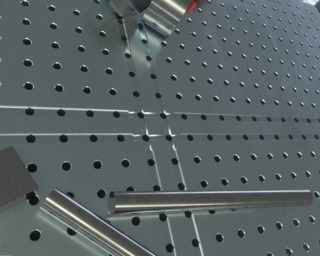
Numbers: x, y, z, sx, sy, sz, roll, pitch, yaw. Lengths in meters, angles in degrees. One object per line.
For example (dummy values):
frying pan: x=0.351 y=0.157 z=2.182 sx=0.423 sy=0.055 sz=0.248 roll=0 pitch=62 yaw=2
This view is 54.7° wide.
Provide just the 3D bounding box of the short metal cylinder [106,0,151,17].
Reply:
short metal cylinder: x=-0.050 y=-0.222 z=0.483 sx=0.081 sy=0.080 sz=0.050 roll=-15 pitch=70 yaw=-34

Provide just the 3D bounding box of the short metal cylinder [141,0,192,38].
short metal cylinder: x=0.013 y=-0.193 z=0.499 sx=0.050 sy=0.080 sz=0.080 roll=32 pitch=51 yaw=-10

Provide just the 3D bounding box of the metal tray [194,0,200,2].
metal tray: x=0.081 y=-0.322 z=0.647 sx=0.090 sy=0.030 sz=0.131 roll=43 pitch=51 yaw=1

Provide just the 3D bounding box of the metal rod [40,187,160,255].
metal rod: x=0.011 y=0.156 z=0.320 sx=0.301 sy=0.025 sz=0.025 roll=36 pitch=51 yaw=-5

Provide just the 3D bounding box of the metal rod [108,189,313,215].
metal rod: x=0.084 y=0.092 z=0.398 sx=0.302 sy=0.025 sz=0.025 roll=5 pitch=60 yaw=-26

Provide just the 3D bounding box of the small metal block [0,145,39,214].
small metal block: x=-0.153 y=0.052 z=0.294 sx=0.050 sy=0.025 sz=0.050 roll=-28 pitch=78 yaw=-38
